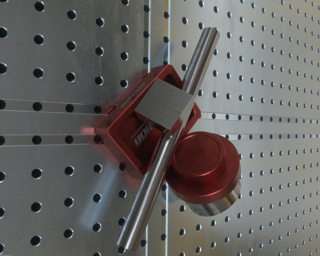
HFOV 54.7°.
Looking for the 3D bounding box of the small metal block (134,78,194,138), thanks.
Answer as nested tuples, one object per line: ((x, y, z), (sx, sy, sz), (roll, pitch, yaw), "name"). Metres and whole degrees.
((0.006, -0.024, 0.371), (0.050, 0.050, 0.025), (-56, 161, -14), "small metal block")

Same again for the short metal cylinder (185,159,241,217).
((0.064, 0.074, 0.428), (0.080, 0.080, 0.050), (-51, 121, -28), "short metal cylinder")

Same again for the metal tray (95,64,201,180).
((-0.009, -0.009, 0.399), (0.130, 0.030, 0.090), (-51, 120, -28), "metal tray")

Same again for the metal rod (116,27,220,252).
((0.017, 0.000, 0.386), (0.025, 0.025, 0.300), (35, 68, -35), "metal rod")

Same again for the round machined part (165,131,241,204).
((0.051, 0.043, 0.393), (0.098, 0.098, 0.042), (-54, 144, -27), "round machined part")
